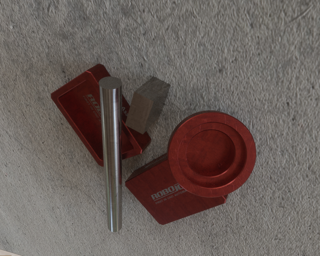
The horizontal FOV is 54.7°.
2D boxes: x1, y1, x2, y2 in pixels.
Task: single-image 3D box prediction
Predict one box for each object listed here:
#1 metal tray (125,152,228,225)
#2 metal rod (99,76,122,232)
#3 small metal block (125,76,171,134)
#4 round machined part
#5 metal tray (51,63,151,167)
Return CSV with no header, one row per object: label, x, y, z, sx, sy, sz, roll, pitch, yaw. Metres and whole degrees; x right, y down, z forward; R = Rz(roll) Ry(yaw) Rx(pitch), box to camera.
metal tray,0.022,0.082,0.442,0.130,0.030,0.090,-33,100,38
metal rod,-0.066,0.060,0.438,0.025,0.025,0.298,21,134,15
small metal block,-0.014,-0.028,0.379,0.025,0.050,0.050,28,128,10
round machined part,0.058,0.028,0.363,0.099,0.042,0.097,0,99,-1
metal tray,-0.083,-0.013,0.436,0.090,0.030,0.130,-22,107,35
